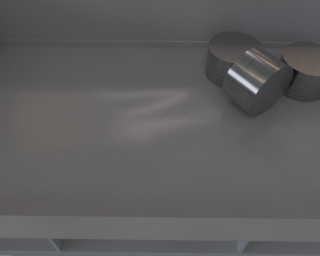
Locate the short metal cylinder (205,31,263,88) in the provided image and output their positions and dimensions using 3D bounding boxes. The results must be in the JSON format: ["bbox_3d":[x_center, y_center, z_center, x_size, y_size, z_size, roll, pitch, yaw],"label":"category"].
[{"bbox_3d":[0.112,-0.105,0.477,0.080,0.050,0.080,0,50,0],"label":"short metal cylinder"}]

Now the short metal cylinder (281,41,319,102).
[{"bbox_3d":[0.216,-0.084,0.461,0.080,0.050,0.080,0,50,0],"label":"short metal cylinder"}]

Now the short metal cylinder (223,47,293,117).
[{"bbox_3d":[0.133,-0.062,0.423,0.081,0.080,0.050,-29,56,-22],"label":"short metal cylinder"}]
